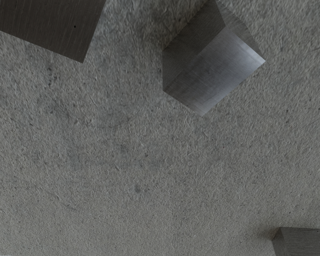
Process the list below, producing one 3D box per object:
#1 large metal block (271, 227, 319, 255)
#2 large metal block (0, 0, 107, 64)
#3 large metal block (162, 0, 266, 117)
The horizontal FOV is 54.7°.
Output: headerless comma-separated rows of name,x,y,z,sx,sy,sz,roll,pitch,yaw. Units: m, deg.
large metal block,0.265,0.234,0.573,0.081,0.080,0.050,4,130,-4
large metal block,-0.094,-0.120,0.288,0.080,0.050,0.079,20,127,-17
large metal block,0.047,-0.072,0.310,0.050,0.080,0.080,32,123,-24
